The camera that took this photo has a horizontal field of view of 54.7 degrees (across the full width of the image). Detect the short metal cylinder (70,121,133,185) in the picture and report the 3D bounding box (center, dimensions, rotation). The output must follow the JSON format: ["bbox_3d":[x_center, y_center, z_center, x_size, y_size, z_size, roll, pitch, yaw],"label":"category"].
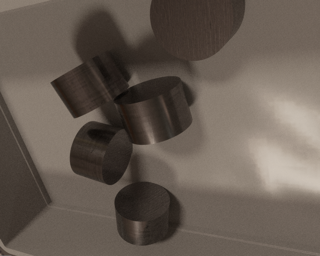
[{"bbox_3d":[-0.080,0.034,0.435,0.050,0.080,0.079,14,124,20],"label":"short metal cylinder"}]

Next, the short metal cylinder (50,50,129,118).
[{"bbox_3d":[-0.085,-0.054,0.383,0.080,0.080,0.050,-19,109,35],"label":"short metal cylinder"}]

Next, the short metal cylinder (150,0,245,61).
[{"bbox_3d":[0.037,-0.112,0.303,0.080,0.050,0.079,13,124,20],"label":"short metal cylinder"}]

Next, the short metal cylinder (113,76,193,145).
[{"bbox_3d":[-0.007,-0.022,0.362,0.080,0.080,0.050,-5,116,30],"label":"short metal cylinder"}]

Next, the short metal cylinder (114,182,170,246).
[{"bbox_3d":[-0.026,0.126,0.463,0.080,0.080,0.050,13,124,20],"label":"short metal cylinder"}]
